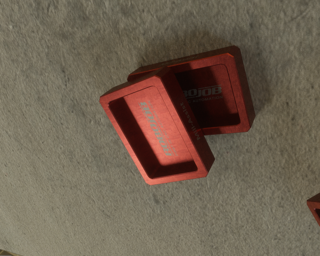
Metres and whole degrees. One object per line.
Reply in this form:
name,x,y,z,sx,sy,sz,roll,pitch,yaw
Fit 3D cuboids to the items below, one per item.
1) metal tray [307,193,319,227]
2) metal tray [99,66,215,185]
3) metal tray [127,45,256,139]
metal tray,0.205,0.105,0.292,0.090,0.030,0.130,62,172,8
metal tray,-0.003,0.003,0.365,0.090,0.030,0.130,-16,111,34
metal tray,0.035,-0.036,0.361,0.130,0.030,0.090,-6,116,30
